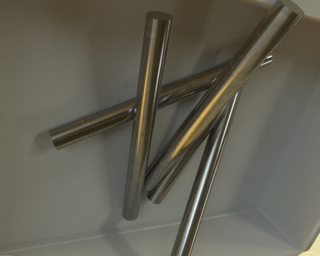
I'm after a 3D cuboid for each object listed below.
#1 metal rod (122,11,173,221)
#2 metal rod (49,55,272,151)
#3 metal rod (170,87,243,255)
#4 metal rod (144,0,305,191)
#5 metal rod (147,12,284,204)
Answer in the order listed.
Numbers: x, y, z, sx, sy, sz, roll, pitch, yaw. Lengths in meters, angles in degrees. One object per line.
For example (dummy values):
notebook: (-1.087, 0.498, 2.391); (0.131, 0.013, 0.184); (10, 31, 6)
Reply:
metal rod: (-0.022, 0.012, 0.377); (0.025, 0.025, 0.298); (-9, 131, -24)
metal rod: (0.013, -0.042, 0.390); (0.302, 0.025, 0.025); (-23, 127, -15)
metal rod: (0.056, 0.081, 0.415); (0.025, 0.025, 0.299); (24, 81, -37)
metal rod: (0.044, -0.009, 0.351); (0.025, 0.025, 0.298); (3, 142, -30)
metal rod: (0.063, -0.010, 0.414); (0.025, 0.025, 0.298); (14, 118, -35)
